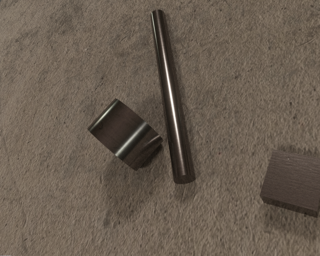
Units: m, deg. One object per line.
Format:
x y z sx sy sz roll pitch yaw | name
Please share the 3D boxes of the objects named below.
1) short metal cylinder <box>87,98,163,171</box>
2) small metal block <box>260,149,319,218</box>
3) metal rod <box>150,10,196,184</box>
-0.042 0.008 0.384 0.050 0.080 0.080 -49 52 -6 | short metal cylinder
0.131 0.053 0.302 0.050 0.025 0.050 11 67 32 | small metal block
0.012 -0.065 0.435 0.025 0.025 0.299 -19 54 17 | metal rod
